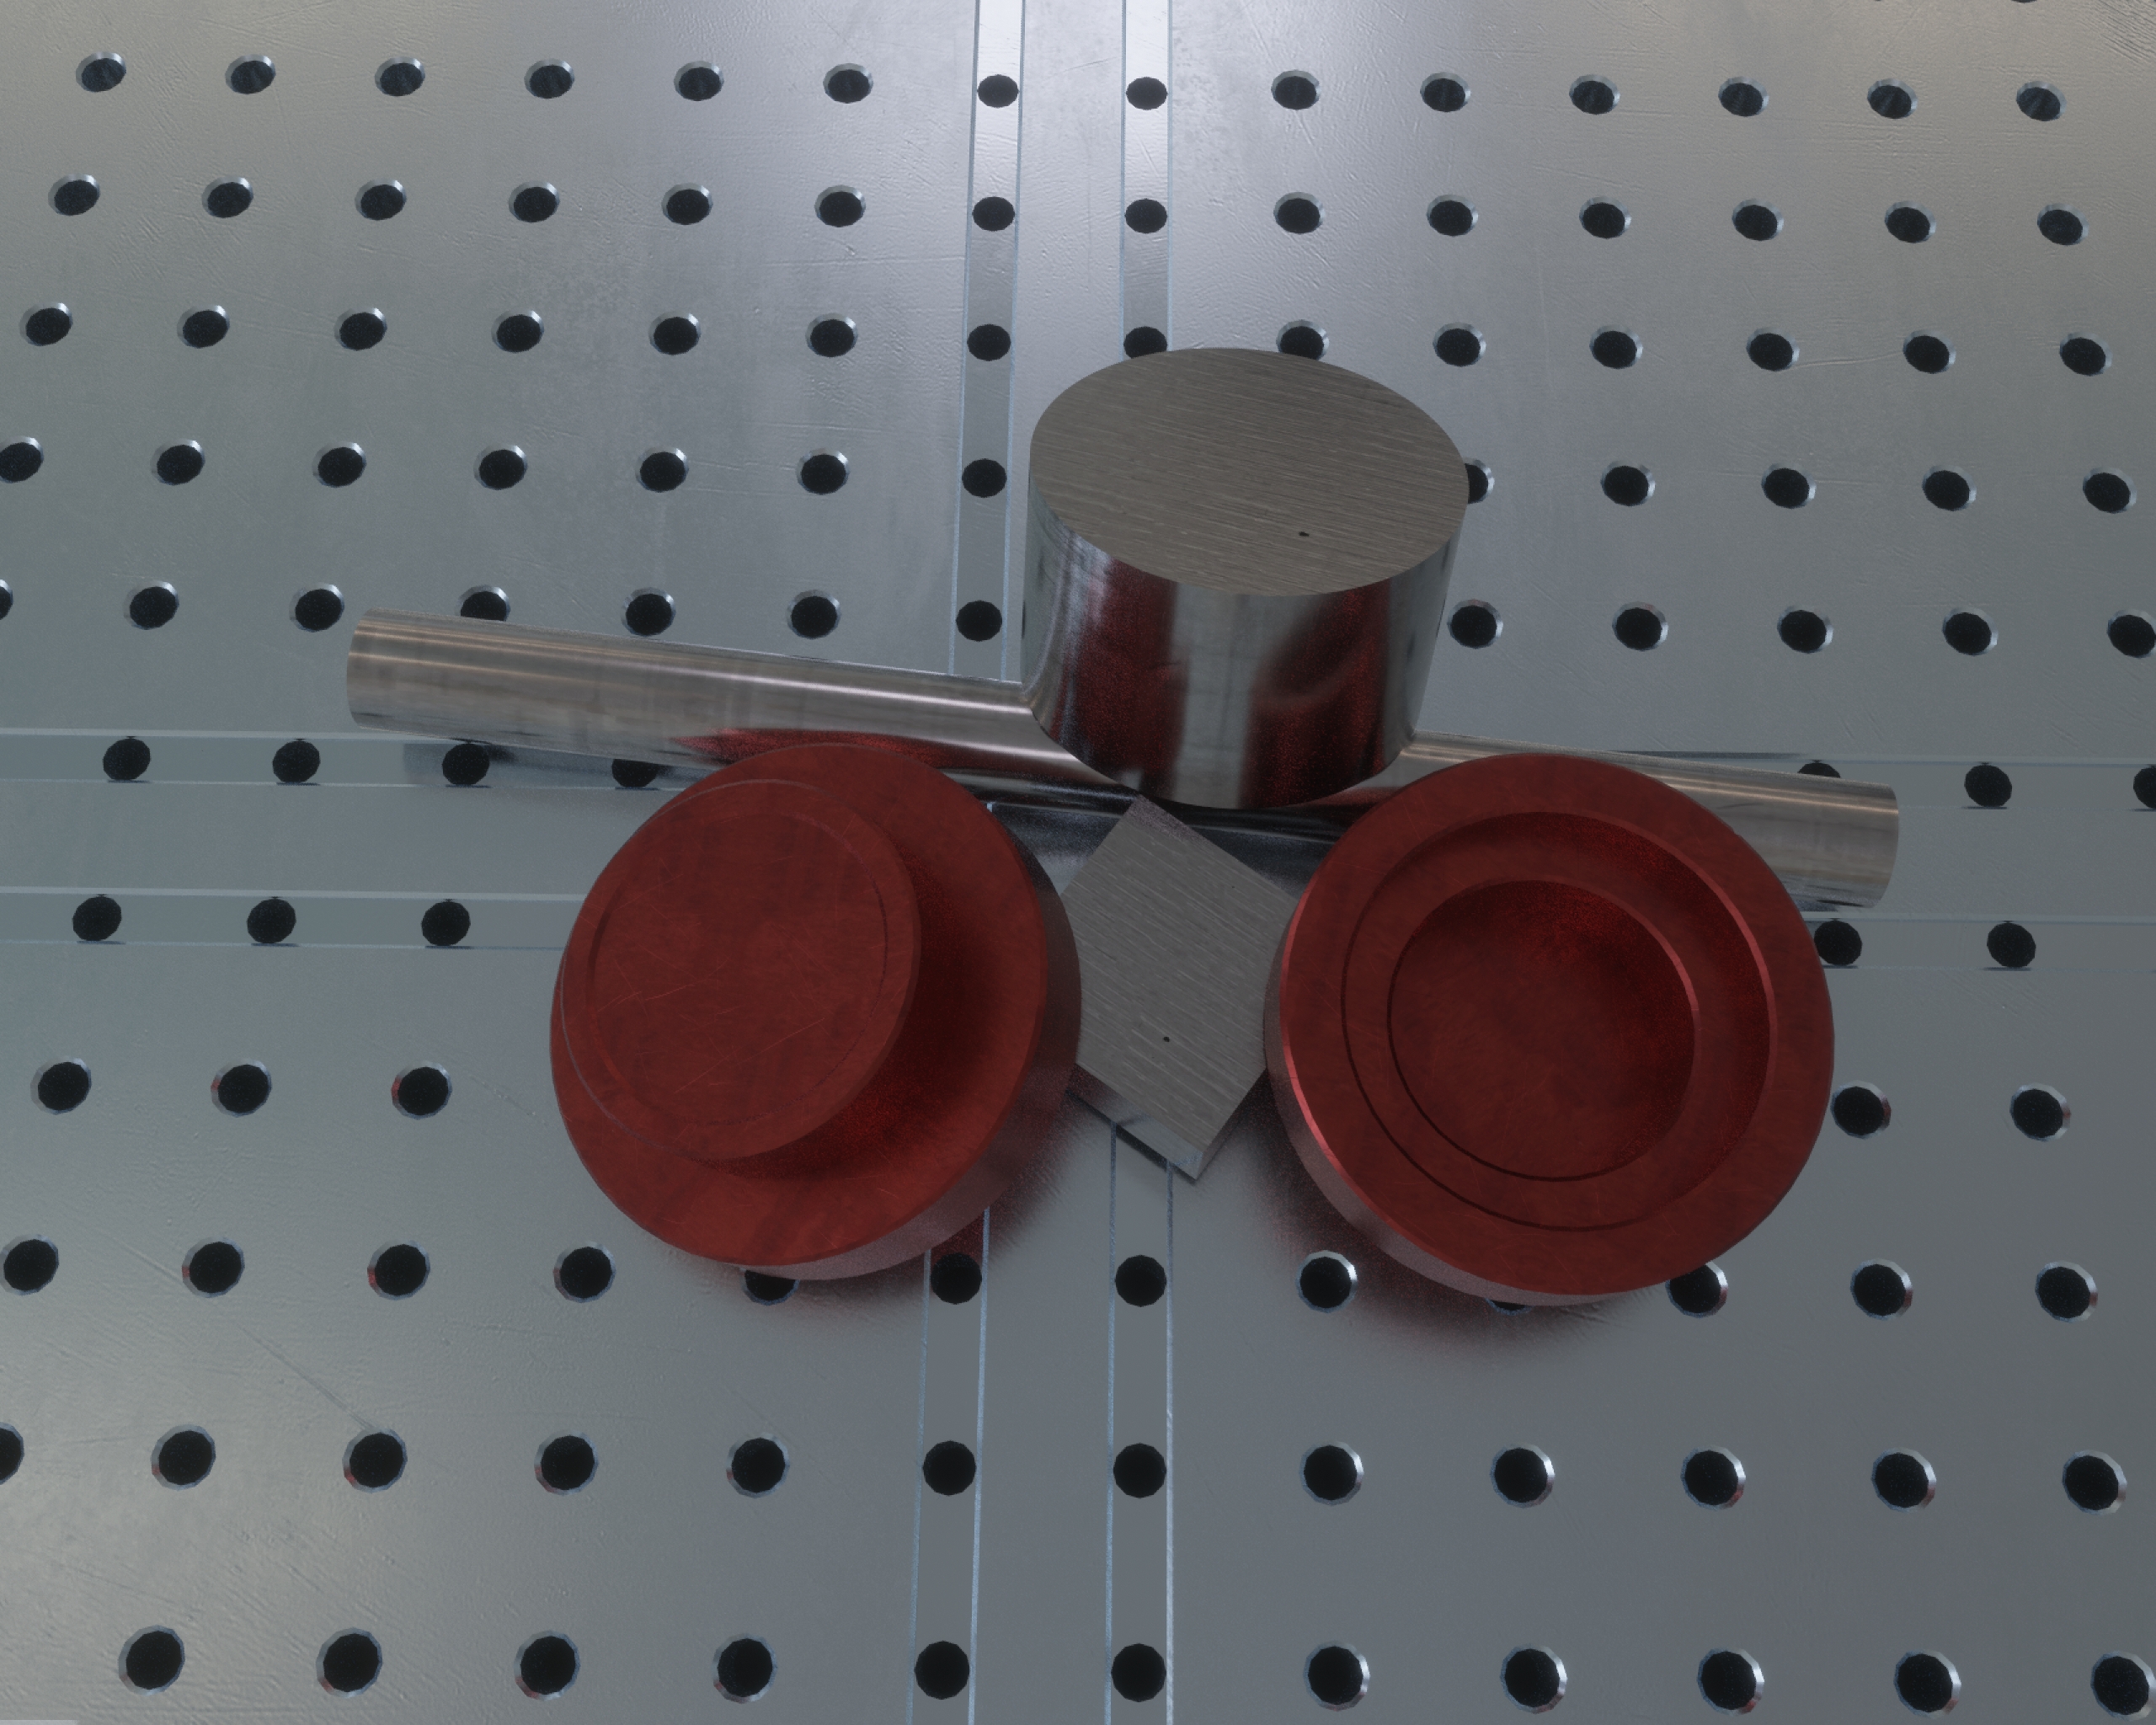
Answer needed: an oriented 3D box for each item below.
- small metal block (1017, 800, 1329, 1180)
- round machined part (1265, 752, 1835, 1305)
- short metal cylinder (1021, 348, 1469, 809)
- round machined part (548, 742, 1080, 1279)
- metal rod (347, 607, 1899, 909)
[{"bbox_3d":[0.017,0.024,0.399,0.050,0.025,0.050,35,73,11],"label":"small metal block"},{"bbox_3d":[0.083,0.032,0.385,0.099,0.042,0.098,1,72,-3],"label":"round machined part"},{"bbox_3d":[0.030,-0.056,0.399,0.081,0.050,0.080,3,44,-2],"label":"short metal cylinder"},{"bbox_3d":[-0.053,0.023,0.376,0.098,0.042,0.098,-6,70,17],"label":"round machined part"},{"bbox_3d":[0.007,-0.021,0.416,0.302,0.025,0.025,7,70,2],"label":"metal rod"}]
